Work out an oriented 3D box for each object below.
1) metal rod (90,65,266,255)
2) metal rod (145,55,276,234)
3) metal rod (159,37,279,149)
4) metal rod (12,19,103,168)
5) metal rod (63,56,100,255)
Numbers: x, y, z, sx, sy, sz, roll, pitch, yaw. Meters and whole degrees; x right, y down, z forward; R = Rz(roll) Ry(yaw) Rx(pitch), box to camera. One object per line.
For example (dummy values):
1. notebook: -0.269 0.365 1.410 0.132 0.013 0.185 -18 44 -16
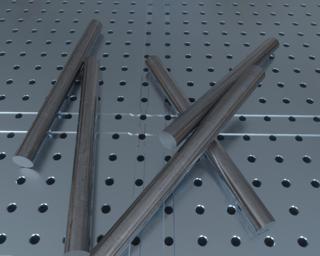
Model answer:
1. metal rod: 0.036 0.027 0.358 0.025 0.025 0.301 32 65 24
2. metal rod: 0.049 -0.001 0.409 0.025 0.025 0.300 -19 53 -16
3. metal rod: 0.101 -0.065 0.441 0.025 0.025 0.302 31 50 23
4. metal rod: -0.140 -0.073 0.466 0.025 0.025 0.300 7 50 6
5. metal rod: -0.095 0.009 0.398 0.025 0.025 0.300 -4 50 -4
